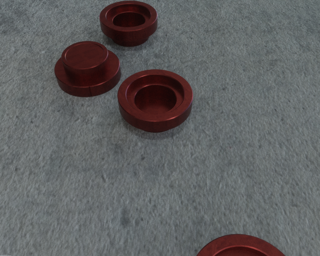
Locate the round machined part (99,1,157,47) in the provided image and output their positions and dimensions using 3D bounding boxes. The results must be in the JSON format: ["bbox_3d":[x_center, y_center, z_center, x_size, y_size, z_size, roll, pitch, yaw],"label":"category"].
[{"bbox_3d":[-0.054,-0.179,0.542,0.099,0.042,0.098,0,50,0],"label":"round machined part"}]

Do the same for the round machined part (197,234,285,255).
[{"bbox_3d":[0.071,0.148,0.269,0.099,0.042,0.098,0,50,0],"label":"round machined part"}]

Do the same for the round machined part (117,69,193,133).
[{"bbox_3d":[-0.006,-0.032,0.419,0.099,0.042,0.098,0,50,0],"label":"round machined part"}]

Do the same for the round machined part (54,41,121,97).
[{"bbox_3d":[-0.111,-0.096,0.471,0.099,0.042,0.098,0,50,0],"label":"round machined part"}]
